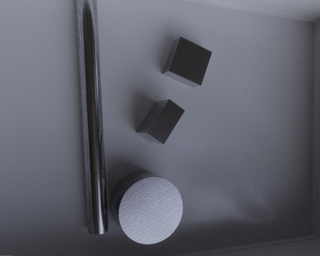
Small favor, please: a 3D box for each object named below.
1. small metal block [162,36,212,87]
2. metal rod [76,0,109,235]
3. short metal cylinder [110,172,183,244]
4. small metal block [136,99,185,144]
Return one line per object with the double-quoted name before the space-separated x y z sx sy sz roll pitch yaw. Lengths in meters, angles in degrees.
"small metal block" 0.037 -0.089 0.425 0.050 0.025 0.050 21 83 -19
"metal rod" -0.083 -0.022 0.380 0.025 0.025 0.298 -3 91 -20
"short metal cylinder" -0.018 0.098 0.392 0.081 0.050 0.079 0 90 -21
"small metal block" -0.001 -0.008 0.398 0.025 0.050 0.050 36 78 -17
